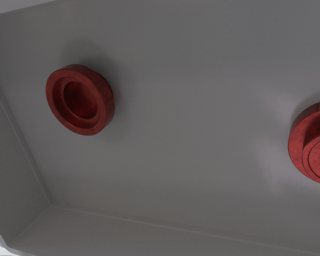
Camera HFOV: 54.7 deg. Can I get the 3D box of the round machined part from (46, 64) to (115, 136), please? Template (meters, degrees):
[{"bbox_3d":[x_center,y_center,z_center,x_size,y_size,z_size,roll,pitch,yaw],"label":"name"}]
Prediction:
[{"bbox_3d":[-0.104,-0.042,0.427,0.098,0.042,0.097,13,124,21],"label":"round machined part"}]

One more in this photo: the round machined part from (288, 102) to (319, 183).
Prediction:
[{"bbox_3d":[0.183,0.022,0.315,0.098,0.042,0.097,13,124,21],"label":"round machined part"}]

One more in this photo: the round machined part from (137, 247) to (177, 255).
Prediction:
[{"bbox_3d":[0.002,0.254,0.557,0.098,0.042,0.097,13,124,21],"label":"round machined part"}]
